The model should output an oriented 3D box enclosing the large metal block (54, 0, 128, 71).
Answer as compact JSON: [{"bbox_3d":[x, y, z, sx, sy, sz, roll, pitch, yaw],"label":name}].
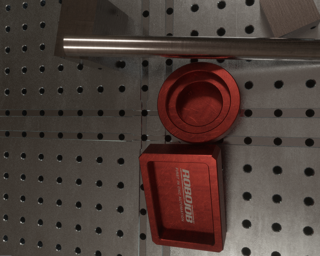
[{"bbox_3d":[-0.089,-0.125,0.413,0.050,0.080,0.079,11,94,19],"label":"large metal block"}]

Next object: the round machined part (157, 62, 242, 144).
[{"bbox_3d":[0.050,-0.028,0.380,0.098,0.042,0.097,-3,79,17],"label":"round machined part"}]

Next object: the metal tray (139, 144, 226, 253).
[{"bbox_3d":[0.030,0.084,0.375,0.090,0.030,0.129,0,111,19],"label":"metal tray"}]

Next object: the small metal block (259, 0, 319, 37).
[{"bbox_3d":[0.150,-0.134,0.360,0.050,0.025,0.050,-22,83,18],"label":"small metal block"}]

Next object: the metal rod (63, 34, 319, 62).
[{"bbox_3d":[0.044,-0.091,0.351,0.302,0.025,0.025,2,91,2],"label":"metal rod"}]
